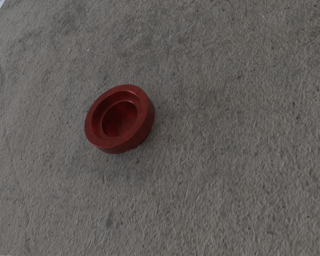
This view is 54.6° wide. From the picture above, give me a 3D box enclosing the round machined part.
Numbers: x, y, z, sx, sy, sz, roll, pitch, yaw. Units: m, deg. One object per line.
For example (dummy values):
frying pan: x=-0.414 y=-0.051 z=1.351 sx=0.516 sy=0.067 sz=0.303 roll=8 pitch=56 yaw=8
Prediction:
round machined part: x=-0.051 y=-0.008 z=0.426 sx=0.098 sy=0.042 sz=0.098 roll=-13 pitch=56 yaw=21
